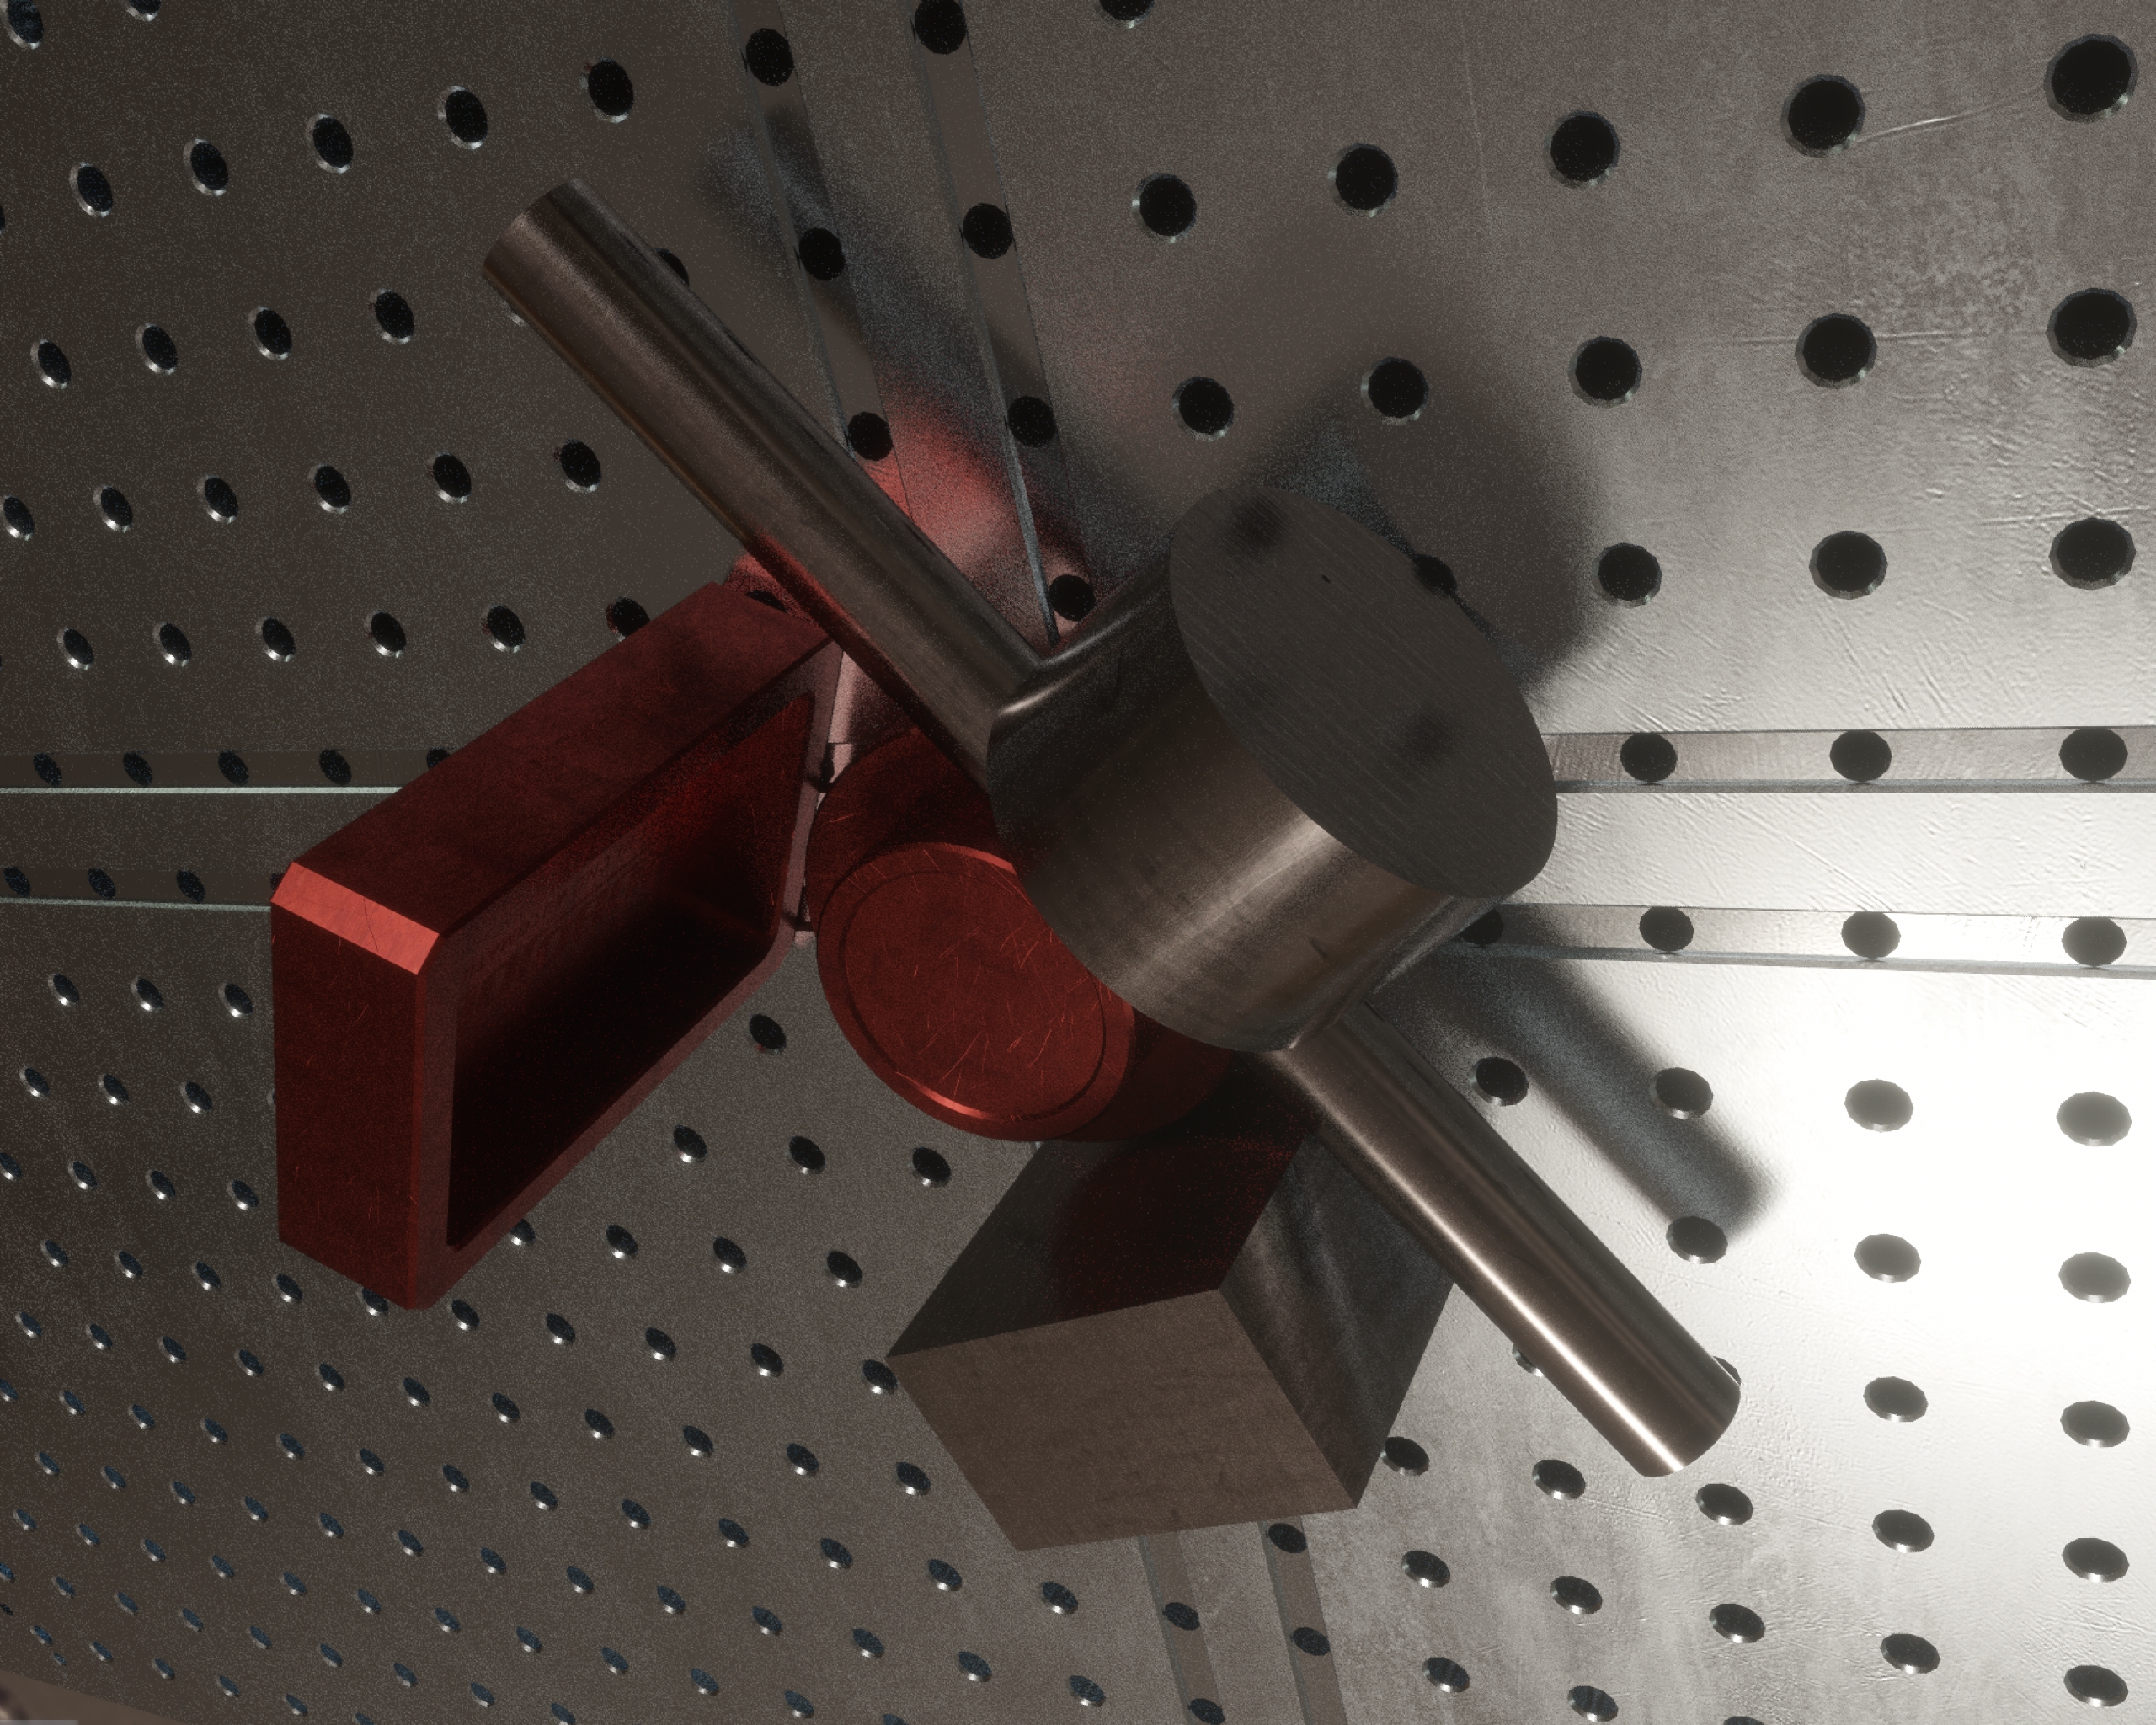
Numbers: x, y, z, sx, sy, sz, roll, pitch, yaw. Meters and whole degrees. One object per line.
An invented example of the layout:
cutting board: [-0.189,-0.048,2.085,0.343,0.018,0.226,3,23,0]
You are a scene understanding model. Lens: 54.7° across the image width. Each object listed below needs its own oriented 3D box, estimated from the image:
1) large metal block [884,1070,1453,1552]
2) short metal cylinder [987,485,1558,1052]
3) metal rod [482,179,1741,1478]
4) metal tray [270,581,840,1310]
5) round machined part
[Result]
large metal block: [0.023,0.086,0.415,0.080,0.080,0.050,-21,108,35]
short metal cylinder: [0.032,-0.015,0.347,0.080,0.080,0.050,45,129,-3]
metal rod: [0.009,-0.003,0.376,0.300,0.025,0.025,46,129,-5]
metal tray: [-0.096,0.012,0.400,0.030,0.131,0.089,25,127,13]
round machined part: [-0.012,0.017,0.415,0.098,0.042,0.097,13,124,20]
